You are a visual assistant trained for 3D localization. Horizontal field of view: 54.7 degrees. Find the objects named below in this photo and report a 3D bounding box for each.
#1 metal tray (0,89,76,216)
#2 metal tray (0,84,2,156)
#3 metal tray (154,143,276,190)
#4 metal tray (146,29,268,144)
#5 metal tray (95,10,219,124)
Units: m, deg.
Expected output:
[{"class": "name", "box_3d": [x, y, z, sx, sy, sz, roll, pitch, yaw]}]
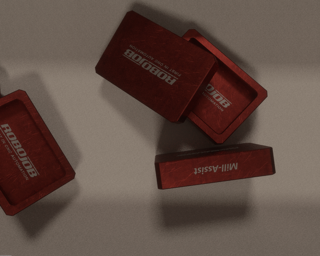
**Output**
[{"class": "metal tray", "box_3d": [-0.178, 0.029, 0.384, 0.091, 0.030, 0.130, -32, 96, -23]}, {"class": "metal tray", "box_3d": [-0.245, 0.004, 0.377, 0.030, 0.091, 0.129, -3, 90, 41]}, {"class": "metal tray", "box_3d": [0.060, 0.044, 0.379, 0.131, 0.090, 0.030, -8, 91, -1]}, {"class": "metal tray", "box_3d": [0.058, -0.052, 0.401, 0.130, 0.030, 0.090, 43, 89, 7]}, {"class": "metal tray", "box_3d": [-0.006, -0.075, 0.384, 0.130, 0.030, 0.090, 34, 98, 17]}]
